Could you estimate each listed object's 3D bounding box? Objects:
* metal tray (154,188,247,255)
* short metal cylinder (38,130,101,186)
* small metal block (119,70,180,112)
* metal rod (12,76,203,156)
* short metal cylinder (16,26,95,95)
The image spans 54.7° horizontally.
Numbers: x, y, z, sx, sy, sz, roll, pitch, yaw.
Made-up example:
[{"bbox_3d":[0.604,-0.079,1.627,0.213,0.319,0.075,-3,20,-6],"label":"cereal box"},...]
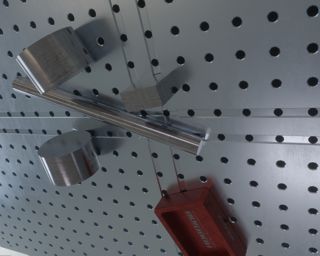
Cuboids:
[{"bbox_3d":[0.061,0.157,0.472,0.090,0.030,0.130,-22,107,36],"label":"metal tray"},{"bbox_3d":[-0.138,0.045,0.476,0.080,0.080,0.050,1,119,27],"label":"short metal cylinder"},{"bbox_3d":[-0.012,-0.044,0.374,0.050,0.050,0.025,-8,114,31],"label":"small metal block"},{"bbox_3d":[-0.085,-0.023,0.441,0.301,0.025,0.025,19,126,17],"label":"metal rod"},{"bbox_3d":[-0.130,-0.085,0.392,0.080,0.080,0.050,-22,106,36],"label":"short metal cylinder"}]
